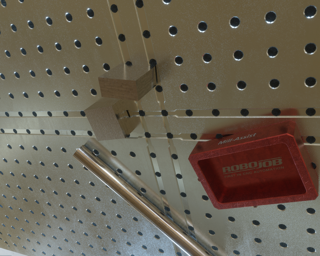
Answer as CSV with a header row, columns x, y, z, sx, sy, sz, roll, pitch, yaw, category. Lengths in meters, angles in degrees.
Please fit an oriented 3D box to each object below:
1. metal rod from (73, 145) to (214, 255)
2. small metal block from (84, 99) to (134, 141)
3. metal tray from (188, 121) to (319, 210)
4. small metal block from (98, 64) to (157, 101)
x,y,z,sx,sy,sz,roll,pitch,yaw,category
-0.018,0.134,0.502,0.300,0.025,0.025,41,129,0,metal rod
-0.072,-0.011,0.441,0.050,0.025,0.050,-6,116,30,small metal block
0.112,0.051,0.379,0.130,0.030,0.090,-17,110,34,metal tray
-0.038,-0.057,0.379,0.050,0.050,0.025,9,122,23,small metal block
